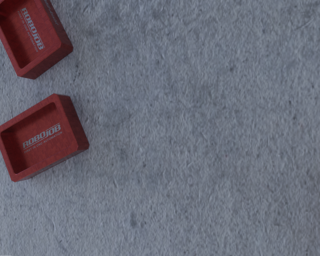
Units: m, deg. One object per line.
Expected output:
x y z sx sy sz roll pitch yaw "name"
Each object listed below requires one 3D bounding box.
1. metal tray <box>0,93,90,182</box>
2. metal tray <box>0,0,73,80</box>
-0.180 0.016 0.468 0.130 0.030 0.090 -26 82 17 "metal tray"
-0.200 -0.152 0.474 0.090 0.030 0.130 -31 80 17 "metal tray"
